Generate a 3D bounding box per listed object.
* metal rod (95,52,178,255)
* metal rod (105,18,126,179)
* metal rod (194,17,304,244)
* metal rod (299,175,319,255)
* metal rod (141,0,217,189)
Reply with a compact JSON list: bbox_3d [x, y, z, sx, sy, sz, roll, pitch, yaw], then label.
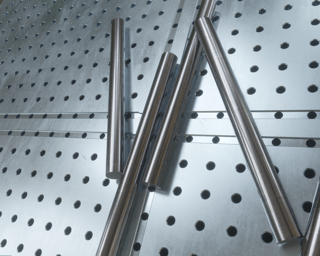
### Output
[{"bbox_3d":[-0.025,0.026,0.403,0.025,0.025,0.300,3,63,29],"label":"metal rod"},{"bbox_3d":[-0.066,-0.064,0.480,0.025,0.025,0.299,-16,55,18],"label":"metal rod"},{"bbox_3d":[0.090,-0.022,0.360,0.025,0.025,0.299,-22,58,14],"label":"metal rod"},{"bbox_3d":[0.182,0.010,0.306,0.025,0.025,0.300,13,68,33],"label":"metal rod"},{"bbox_3d":[0.033,-0.062,0.427,0.025,0.025,0.300,5,64,30],"label":"metal rod"}]
